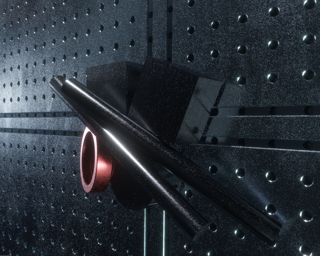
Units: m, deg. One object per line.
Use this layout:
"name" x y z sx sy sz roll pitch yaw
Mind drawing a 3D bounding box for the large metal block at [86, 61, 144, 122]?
"large metal block" -0.057 -0.045 0.431 0.080 0.050 0.079 1 91 40

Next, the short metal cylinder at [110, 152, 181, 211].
"short metal cylinder" -0.019 0.062 0.402 0.080 0.050 0.079 0 90 40

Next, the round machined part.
"round machined part" -0.083 0.044 0.447 0.098 0.042 0.097 -13 75 62

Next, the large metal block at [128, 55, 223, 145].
"large metal block" 0.016 -0.034 0.374 0.080 0.050 0.079 31 109 35

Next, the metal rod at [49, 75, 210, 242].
"metal rod" -0.056 0.018 0.383 0.300 0.025 0.025 41 115 31

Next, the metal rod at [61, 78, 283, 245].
"metal rod" -0.002 0.026 0.357 0.300 0.025 0.025 34 112 19
